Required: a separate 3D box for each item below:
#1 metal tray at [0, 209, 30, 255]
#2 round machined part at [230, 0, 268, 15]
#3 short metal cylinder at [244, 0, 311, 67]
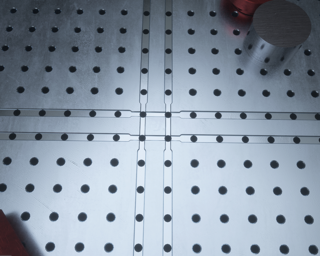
[{"bbox_3d":[-0.184,0.162,0.325,0.091,0.030,0.130,-26,69,-42],"label":"metal tray"},{"bbox_3d":[0.150,-0.217,0.483,0.099,0.042,0.098,0,69,0],"label":"round machined part"},{"bbox_3d":[0.168,-0.137,0.451,0.081,0.050,0.080,0,70,-1],"label":"short metal cylinder"}]
